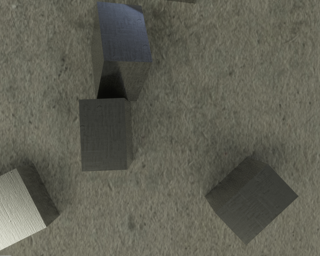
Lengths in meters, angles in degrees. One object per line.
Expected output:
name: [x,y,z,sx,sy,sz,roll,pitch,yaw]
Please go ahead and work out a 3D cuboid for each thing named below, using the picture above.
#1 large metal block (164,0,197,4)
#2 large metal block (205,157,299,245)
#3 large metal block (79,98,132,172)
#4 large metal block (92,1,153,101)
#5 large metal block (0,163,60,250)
large metal block: [0.012,-0.199,0.383,0.081,0.080,0.050,6,90,-1]
large metal block: [0.108,0.085,0.384,0.080,0.080,0.050,-43,91,0]
large metal block: [-0.063,0.007,0.382,0.050,0.080,0.079,-2,90,0]
large metal block: [-0.049,-0.086,0.364,0.050,0.080,0.080,-2,65,-19]
large metal block: [-0.190,0.101,0.395,0.080,0.050,0.080,-27,90,0]
